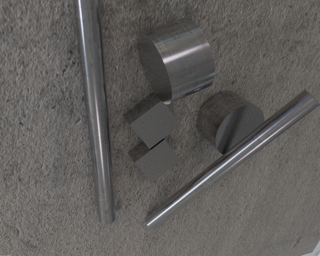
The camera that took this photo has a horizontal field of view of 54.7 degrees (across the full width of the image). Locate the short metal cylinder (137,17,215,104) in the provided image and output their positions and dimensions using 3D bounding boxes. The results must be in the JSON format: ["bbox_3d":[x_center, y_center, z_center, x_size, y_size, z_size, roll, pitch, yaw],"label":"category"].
[{"bbox_3d":[0.016,-0.072,0.335,0.050,0.080,0.080,-25,128,-13],"label":"short metal cylinder"}]

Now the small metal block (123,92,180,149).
[{"bbox_3d":[-0.010,-0.010,0.395,0.050,0.025,0.050,-38,129,-3],"label":"small metal block"}]

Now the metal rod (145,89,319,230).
[{"bbox_3d":[0.083,0.057,0.429,0.025,0.025,0.299,24,123,-37],"label":"metal rod"}]

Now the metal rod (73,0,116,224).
[{"bbox_3d":[-0.073,0.001,0.367,0.025,0.025,0.298,-13,124,-22],"label":"metal rod"}]

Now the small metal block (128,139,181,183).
[{"bbox_3d":[-0.007,0.040,0.427,0.050,0.025,0.050,-38,129,-3],"label":"small metal block"}]

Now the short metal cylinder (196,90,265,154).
[{"bbox_3d":[0.099,-0.007,0.440,0.081,0.050,0.079,-14,124,-21],"label":"short metal cylinder"}]
